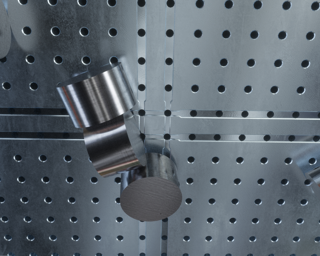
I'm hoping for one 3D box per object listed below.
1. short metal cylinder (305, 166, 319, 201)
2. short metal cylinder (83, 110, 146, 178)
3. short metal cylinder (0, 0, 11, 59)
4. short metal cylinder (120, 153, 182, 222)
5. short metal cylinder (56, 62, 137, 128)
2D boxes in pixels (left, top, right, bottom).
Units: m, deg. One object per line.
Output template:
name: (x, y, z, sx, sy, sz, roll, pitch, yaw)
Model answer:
short metal cylinder: (0.243, 0.084, 0.419, 0.050, 0.080, 0.080, -31, 108, 10)
short metal cylinder: (-0.055, 0.017, 0.390, 0.050, 0.080, 0.080, -18, 109, 6)
short metal cylinder: (-0.208, -0.115, 0.339, 0.050, 0.080, 0.079, -4, 110, 1)
short metal cylinder: (-0.013, 0.080, 0.421, 0.081, 0.050, 0.079, -3, 122, -4)
short metal cylinder: (-0.074, -0.041, 0.368, 0.080, 0.080, 0.050, -18, 109, 6)
